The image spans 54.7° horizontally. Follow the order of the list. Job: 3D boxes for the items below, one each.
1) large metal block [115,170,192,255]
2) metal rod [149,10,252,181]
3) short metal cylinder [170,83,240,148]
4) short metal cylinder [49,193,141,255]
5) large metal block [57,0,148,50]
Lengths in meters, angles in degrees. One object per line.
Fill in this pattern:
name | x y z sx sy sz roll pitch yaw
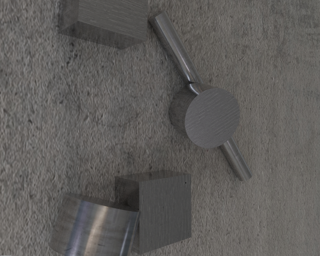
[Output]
large metal block | -0.008 0.098 0.382 0.081 0.050 0.080 -1 91 -40
metal rod | 0.070 -0.033 0.463 0.025 0.025 0.299 -48 119 -29
short metal cylinder | 0.060 -0.018 0.420 0.081 0.050 0.079 -6 107 -20
short metal cylinder | -0.064 0.100 0.315 0.080 0.080 0.050 23 76 -38
large metal block | -0.060 -0.138 0.337 0.081 0.050 0.080 4 87 -40
